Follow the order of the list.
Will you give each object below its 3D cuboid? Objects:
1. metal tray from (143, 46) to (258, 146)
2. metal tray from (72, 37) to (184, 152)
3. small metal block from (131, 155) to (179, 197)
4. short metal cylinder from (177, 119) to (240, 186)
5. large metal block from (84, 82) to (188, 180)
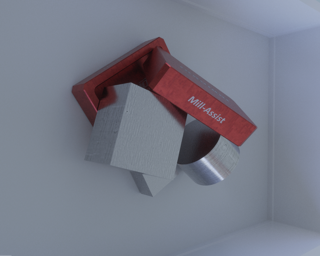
[{"bbox_3d":[0.044,-0.039,0.363,0.131,0.090,0.030,31,108,-21],"label":"metal tray"},{"bbox_3d":[-0.029,-0.043,0.378,0.131,0.030,0.090,-41,115,-32],"label":"metal tray"},{"bbox_3d":[-0.009,0.052,0.399,0.050,0.025,0.050,-36,112,-34],"label":"small metal block"},{"bbox_3d":[0.061,0.031,0.423,0.050,0.080,0.080,47,62,-30],"label":"short metal cylinder"},{"bbox_3d":[-0.023,0.006,0.329,0.080,0.050,0.080,21,77,-38],"label":"large metal block"}]
